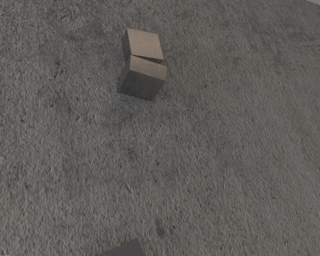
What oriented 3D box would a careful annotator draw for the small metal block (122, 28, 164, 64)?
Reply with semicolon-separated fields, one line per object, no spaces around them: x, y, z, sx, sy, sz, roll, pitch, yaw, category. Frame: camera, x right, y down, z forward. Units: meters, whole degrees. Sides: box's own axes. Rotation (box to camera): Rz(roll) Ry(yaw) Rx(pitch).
-0.026;-0.117;0.460;0.050;0.025;0.050;3;60;-27;small metal block

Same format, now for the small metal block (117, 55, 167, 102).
-0.025;-0.065;0.414;0.050;0.050;0.025;14;56;-21;small metal block

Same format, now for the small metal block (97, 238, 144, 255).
-0.038;0.141;0.297;0.050;0.025;0.050;-13;69;-34;small metal block
